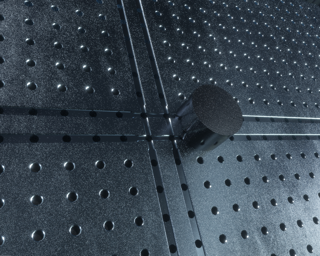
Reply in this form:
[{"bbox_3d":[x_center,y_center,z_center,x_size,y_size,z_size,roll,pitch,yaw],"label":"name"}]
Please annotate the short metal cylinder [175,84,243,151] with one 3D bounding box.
[{"bbox_3d":[0.068,-0.014,0.437,0.081,0.050,0.080,13,56,-21],"label":"short metal cylinder"}]
